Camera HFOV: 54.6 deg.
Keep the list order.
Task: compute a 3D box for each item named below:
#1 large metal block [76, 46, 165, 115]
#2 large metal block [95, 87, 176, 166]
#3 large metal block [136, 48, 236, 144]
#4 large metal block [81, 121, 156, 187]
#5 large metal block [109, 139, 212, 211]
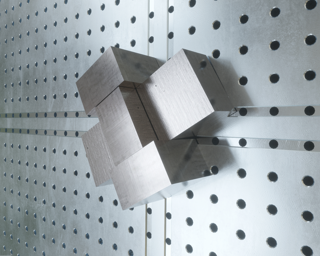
[{"bbox_3d":[-0.051,-0.058,0.416,0.080,0.081,0.050,-35,68,35],"label":"large metal block"},{"bbox_3d":[-0.025,-0.002,0.395,0.050,0.081,0.080,-35,68,34],"label":"large metal block"},{"bbox_3d":[0.029,-0.034,0.369,0.080,0.050,0.080,-35,70,34],"label":"large metal block"},{"bbox_3d":[-0.060,0.030,0.445,0.080,0.050,0.080,-33,69,35],"label":"large metal block"},{"bbox_3d":[0.001,0.054,0.374,0.080,0.081,0.050,-35,68,34],"label":"large metal block"}]
